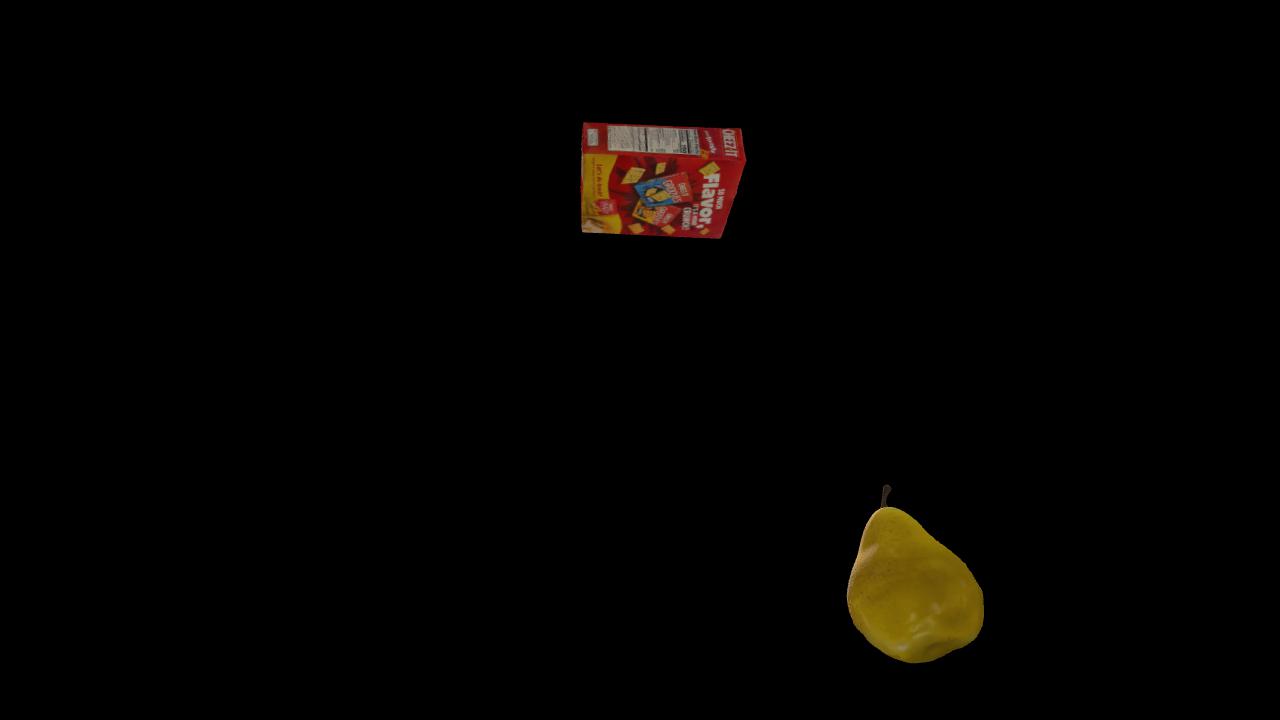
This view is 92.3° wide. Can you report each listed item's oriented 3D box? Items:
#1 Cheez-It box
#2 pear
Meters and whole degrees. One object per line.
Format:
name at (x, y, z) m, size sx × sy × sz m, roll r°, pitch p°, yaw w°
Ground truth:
Cheez-It box at (0.026, -0.256, 0.891) m, size 0.223 × 0.071 × 0.166 m, roll 1°, pitch -27°, yaw -5°
pear at (0.169, 0.136, 0.408) m, size 0.080 × 0.080 × 0.111 m, roll 0°, pitch 42°, yaw -13°
